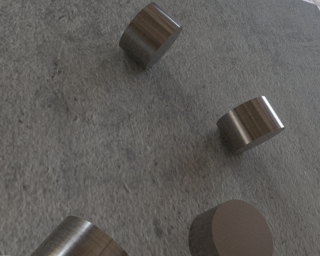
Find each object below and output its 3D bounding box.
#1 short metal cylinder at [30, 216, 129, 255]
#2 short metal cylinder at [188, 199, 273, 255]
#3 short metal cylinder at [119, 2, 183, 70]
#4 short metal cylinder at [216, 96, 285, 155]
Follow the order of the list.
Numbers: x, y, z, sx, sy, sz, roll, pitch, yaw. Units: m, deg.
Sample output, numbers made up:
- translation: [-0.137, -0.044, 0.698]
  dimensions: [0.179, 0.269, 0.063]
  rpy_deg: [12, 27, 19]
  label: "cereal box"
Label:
- translation: [-0.067, 0.121, 0.260]
  dimensions: [0.080, 0.080, 0.050]
  rpy_deg: [42, 51, 0]
  label: "short metal cylinder"
- translation: [0.080, 0.128, 0.355]
  dimensions: [0.081, 0.050, 0.080]
  rpy_deg: [14, 56, -21]
  label: "short metal cylinder"
- translation: [-0.013, -0.130, 0.443]
  dimensions: [0.050, 0.080, 0.080]
  rpy_deg: [41, 51, -1]
  label: "short metal cylinder"
- translation: [0.128, -0.002, 0.441]
  dimensions: [0.081, 0.080, 0.050]
  rpy_deg: [-14, 69, -34]
  label: "short metal cylinder"
